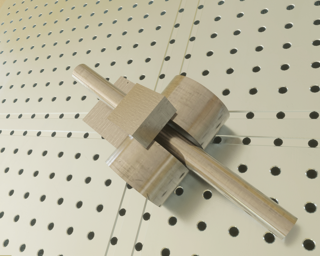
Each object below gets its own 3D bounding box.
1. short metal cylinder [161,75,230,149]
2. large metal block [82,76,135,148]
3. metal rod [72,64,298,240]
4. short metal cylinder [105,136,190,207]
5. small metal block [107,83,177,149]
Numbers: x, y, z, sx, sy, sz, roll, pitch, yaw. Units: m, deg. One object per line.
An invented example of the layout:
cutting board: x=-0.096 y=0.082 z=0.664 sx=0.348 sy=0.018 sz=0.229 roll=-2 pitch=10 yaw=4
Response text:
short metal cylinder: x=0.033 y=-0.016 z=0.362 sx=0.080 sy=0.080 sz=0.050 roll=31 pitch=79 yaw=38
large metal block: x=-0.042 y=-0.012 z=0.414 sx=0.080 sy=0.050 sz=0.080 roll=33 pitch=80 yaw=38
metal rod: x=0.008 y=0.011 z=0.342 sx=0.300 sy=0.025 sz=0.025 roll=37 pitch=82 yaw=23
short metal cylinder: x=-0.014 y=0.044 z=0.349 sx=0.080 sy=0.080 sz=0.050 roll=34 pitch=81 yaw=38
small metal block: x=-0.020 y=-0.014 z=0.321 sx=0.050 sy=0.025 sz=0.050 roll=-51 pitch=43 yaw=-8
